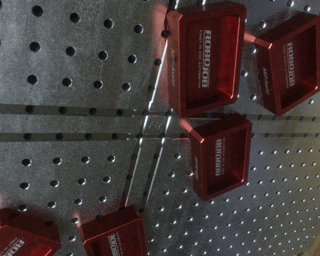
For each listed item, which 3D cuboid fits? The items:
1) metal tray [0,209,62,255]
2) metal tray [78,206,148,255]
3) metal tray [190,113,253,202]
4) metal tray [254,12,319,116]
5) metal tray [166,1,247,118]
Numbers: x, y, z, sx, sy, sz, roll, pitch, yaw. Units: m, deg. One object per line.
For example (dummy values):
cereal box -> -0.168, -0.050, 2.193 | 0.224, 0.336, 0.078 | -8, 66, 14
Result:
metal tray -> -0.207, 0.173, 0.402 | 0.130, 0.030, 0.090 | -46, 130, 3
metal tray -> -0.068, 0.191, 0.490 | 0.091, 0.030, 0.129 | -18, 126, -19
metal tray -> 0.097, 0.049, 0.493 | 0.091, 0.030, 0.129 | -19, 126, -18
metal tray -> 0.194, -0.091, 0.460 | 0.090, 0.030, 0.130 | -31, 129, -9
metal tray -> 0.057, -0.084, 0.388 | 0.091, 0.030, 0.129 | -16, 125, -20
